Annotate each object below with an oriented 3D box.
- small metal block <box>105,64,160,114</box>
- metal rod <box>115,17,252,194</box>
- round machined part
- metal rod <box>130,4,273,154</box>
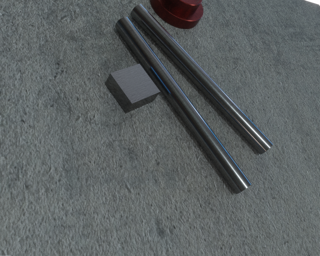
[{"bbox_3d":[-0.037,-0.054,0.417,0.050,0.025,0.050,-28,77,-37],"label":"small metal block"},{"bbox_3d":[0.027,-0.039,0.441,0.025,0.025,0.299,-27,77,-37],"label":"metal rod"},{"bbox_3d":[0.036,-0.228,0.551,0.099,0.042,0.098,14,56,-21],"label":"round machined part"},{"bbox_3d":[0.062,-0.079,0.484,0.300,0.025,0.025,48,51,5],"label":"metal rod"}]
